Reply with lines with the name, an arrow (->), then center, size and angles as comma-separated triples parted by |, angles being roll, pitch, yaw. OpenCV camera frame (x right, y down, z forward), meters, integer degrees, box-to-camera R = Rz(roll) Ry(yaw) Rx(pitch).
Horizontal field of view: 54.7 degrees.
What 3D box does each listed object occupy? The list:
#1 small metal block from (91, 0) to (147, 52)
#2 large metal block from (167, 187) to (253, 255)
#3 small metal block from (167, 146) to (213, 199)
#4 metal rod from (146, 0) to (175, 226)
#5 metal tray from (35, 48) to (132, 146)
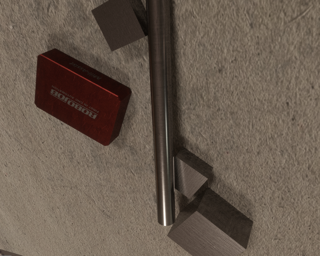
small metal block -> -0.042, -0.122, 0.352 | 0.050, 0.025, 0.050 | -14, 112, 33
large metal block -> 0.071, 0.144, 0.442 | 0.080, 0.050, 0.080 | 38, 129, 2
small metal block -> 0.036, 0.062, 0.425 | 0.050, 0.025, 0.050 | 35, 129, 4
metal rod -> 0.003, -0.007, 0.377 | 0.025, 0.025, 0.298 | 8, 115, 23
metal tray -> -0.112, -0.042, 0.434 | 0.130, 0.030, 0.089 | 29, 128, 9
